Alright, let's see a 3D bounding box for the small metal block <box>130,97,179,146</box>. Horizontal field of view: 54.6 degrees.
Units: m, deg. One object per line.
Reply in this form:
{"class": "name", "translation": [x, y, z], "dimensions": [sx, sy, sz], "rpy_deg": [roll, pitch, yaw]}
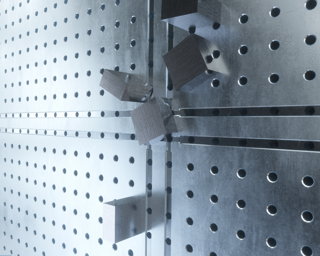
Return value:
{"class": "small metal block", "translation": [-0.009, -0.008, 0.418], "dimensions": [0.050, 0.025, 0.050], "rpy_deg": [-27, 73, 37]}

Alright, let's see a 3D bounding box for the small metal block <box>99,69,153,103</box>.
{"class": "small metal block", "translation": [-0.047, -0.058, 0.433], "dimensions": [0.050, 0.050, 0.025], "rpy_deg": [35, 112, 34]}

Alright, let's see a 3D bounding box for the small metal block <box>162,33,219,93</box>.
{"class": "small metal block", "translation": [0.037, -0.078, 0.380], "dimensions": [0.050, 0.025, 0.050], "rpy_deg": [-31, 71, 35]}

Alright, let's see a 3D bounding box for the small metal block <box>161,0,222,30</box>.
{"class": "small metal block", "translation": [0.037, -0.137, 0.363], "dimensions": [0.050, 0.050, 0.025], "rpy_deg": [4, 93, 40]}

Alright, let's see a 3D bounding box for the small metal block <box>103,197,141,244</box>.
{"class": "small metal block", "translation": [-0.053, 0.128, 0.438], "dimensions": [0.025, 0.050, 0.050], "rpy_deg": [1, 91, 40]}
